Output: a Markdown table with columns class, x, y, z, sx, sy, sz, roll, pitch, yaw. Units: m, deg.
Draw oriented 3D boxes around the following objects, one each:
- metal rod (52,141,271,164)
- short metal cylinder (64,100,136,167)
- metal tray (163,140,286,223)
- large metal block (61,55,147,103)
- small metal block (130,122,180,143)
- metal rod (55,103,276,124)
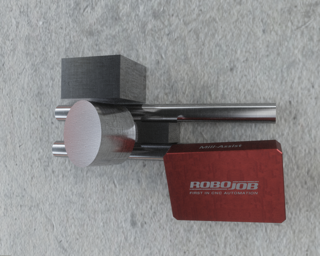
| class | x | y | z | sx | sy | sz | roll | pitch | yaw |
| --- | --- | --- | --- | --- | --- | --- | --- | --- | --- |
| metal rod | -0.011 | 0.031 | 0.413 | 0.301 | 0.025 | 0.025 | 0 | 90 | 19 |
| short metal cylinder | -0.076 | 0.007 | 0.385 | 0.080 | 0.050 | 0.080 | -2 | 87 | 43 |
| metal tray | 0.076 | 0.064 | 0.365 | 0.130 | 0.030 | 0.089 | -4 | 106 | 18 |
| large metal block | -0.070 | -0.060 | 0.405 | 0.080 | 0.080 | 0.050 | 1 | 91 | 19 |
| small metal block | -0.005 | 0.005 | 0.397 | 0.050 | 0.050 | 0.025 | 1 | 91 | 19 |
| metal rod | -0.006 | -0.020 | 0.412 | 0.301 | 0.025 | 0.025 | 1 | 90 | 19 |
